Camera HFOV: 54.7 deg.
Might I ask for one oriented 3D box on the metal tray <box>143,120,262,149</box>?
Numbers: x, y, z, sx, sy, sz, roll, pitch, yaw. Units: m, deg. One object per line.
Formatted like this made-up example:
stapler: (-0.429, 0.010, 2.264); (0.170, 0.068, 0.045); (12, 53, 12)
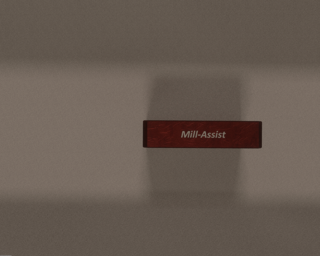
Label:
metal tray: (0.047, 0.007, 0.379); (0.131, 0.090, 0.030); (0, 90, -1)
